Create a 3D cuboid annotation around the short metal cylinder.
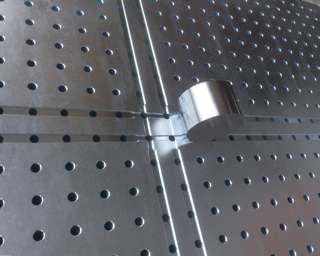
[{"bbox_3d":[0.068,-0.021,0.422,0.081,0.080,0.050,0,62,-28],"label":"short metal cylinder"}]
